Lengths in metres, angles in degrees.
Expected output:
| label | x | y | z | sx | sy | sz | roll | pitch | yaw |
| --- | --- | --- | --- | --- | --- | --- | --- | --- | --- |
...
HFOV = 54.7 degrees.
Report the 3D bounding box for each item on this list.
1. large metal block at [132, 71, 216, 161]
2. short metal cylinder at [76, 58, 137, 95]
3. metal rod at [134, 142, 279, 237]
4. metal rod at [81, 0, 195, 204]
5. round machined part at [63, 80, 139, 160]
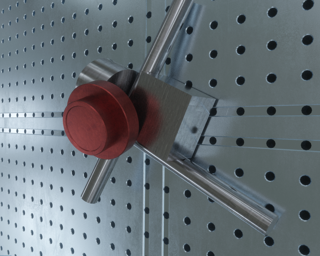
| label | x | y | z | sx | sy | sz | roll | pitch | yaw |
| --- | --- | --- | --- | --- | --- | --- | --- | --- | --- |
| large metal block | 0.009 | -0.016 | 0.380 | 0.080 | 0.050 | 0.079 | 32 | 110 | 35 |
| short metal cylinder | -0.067 | -0.050 | 0.426 | 0.050 | 0.081 | 0.079 | 31 | 109 | 35 |
| metal rod | 0.008 | 0.036 | 0.400 | 0.300 | 0.025 | 0.025 | 31 | 109 | 35 |
| metal rod | -0.035 | -0.031 | 0.410 | 0.025 | 0.025 | 0.298 | 34 | 104 | 34 |
| round machined part | -0.078 | -0.005 | 0.375 | 0.098 | 0.042 | 0.097 | 13 | 116 | 28 |
